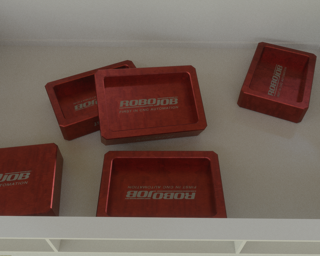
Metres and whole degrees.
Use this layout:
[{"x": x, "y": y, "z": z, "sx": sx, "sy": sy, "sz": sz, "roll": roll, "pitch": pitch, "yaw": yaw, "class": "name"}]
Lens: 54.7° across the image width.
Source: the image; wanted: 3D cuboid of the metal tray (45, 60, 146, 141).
[{"x": -0.084, "y": -0.043, "z": 0.436, "sx": 0.131, "sy": 0.030, "sz": 0.090, "roll": -20, "pitch": 53, "yaw": -17, "class": "metal tray"}]

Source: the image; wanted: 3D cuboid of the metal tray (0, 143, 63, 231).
[{"x": -0.180, "y": 0.067, "z": 0.344, "sx": 0.131, "sy": 0.030, "sz": 0.090, "roll": -6, "pitch": 50, "yaw": -5, "class": "metal tray"}]

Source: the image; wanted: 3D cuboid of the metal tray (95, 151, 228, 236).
[{"x": 0.001, "y": 0.070, "z": 0.342, "sx": 0.131, "sy": 0.030, "sz": 0.090, "roll": 0, "pitch": 50, "yaw": -1, "class": "metal tray"}]

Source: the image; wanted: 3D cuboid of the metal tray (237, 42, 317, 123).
[{"x": 0.178, "y": -0.073, "z": 0.465, "sx": 0.090, "sy": 0.030, "sz": 0.130, "roll": 18, "pitch": 52, "yaw": 14, "class": "metal tray"}]

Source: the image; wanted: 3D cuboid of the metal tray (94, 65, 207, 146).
[{"x": -0.013, "y": -0.031, "z": 0.396, "sx": 0.131, "sy": 0.030, "sz": 0.090, "roll": -6, "pitch": 74, "yaw": -13, "class": "metal tray"}]
